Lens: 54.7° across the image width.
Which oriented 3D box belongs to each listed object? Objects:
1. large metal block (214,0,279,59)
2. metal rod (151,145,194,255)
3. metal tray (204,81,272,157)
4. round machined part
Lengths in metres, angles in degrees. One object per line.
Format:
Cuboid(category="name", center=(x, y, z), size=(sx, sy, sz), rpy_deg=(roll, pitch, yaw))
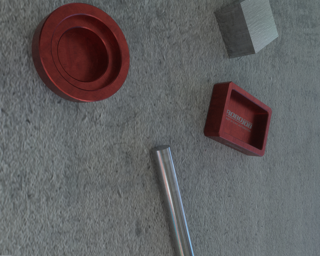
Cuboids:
Cuboid(category="large metal block", center=(0.144, -0.171, 0.512), size=(0.080, 0.050, 0.080), rpy_deg=(-38, 113, -34))
Cuboid(category="metal rod", center=(0.033, 0.169, 0.435), size=(0.025, 0.025, 0.298), rpy_deg=(-21, 104, -38))
Cuboid(category="metal tray", center=(0.134, -0.011, 0.516), size=(0.131, 0.030, 0.090), rpy_deg=(23, 75, -38))
Cuboid(category="round machined part", center=(-0.084, -0.075, 0.324), size=(0.099, 0.042, 0.097), rpy_deg=(0, 90, -40))
